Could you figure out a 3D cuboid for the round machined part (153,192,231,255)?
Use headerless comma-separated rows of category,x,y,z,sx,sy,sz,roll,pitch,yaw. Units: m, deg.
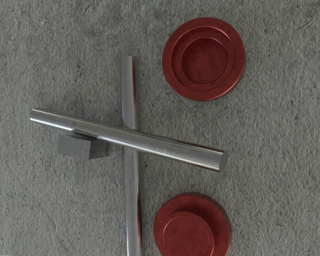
round machined part,0.037,0.133,0.387,0.098,0.042,0.097,0,90,20

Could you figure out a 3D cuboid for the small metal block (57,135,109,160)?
small metal block,-0.106,0.025,0.433,0.050,0.050,0.025,9,93,20

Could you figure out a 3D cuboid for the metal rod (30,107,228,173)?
metal rod,-0.061,0.008,0.404,0.300,0.025,0.025,12,94,29

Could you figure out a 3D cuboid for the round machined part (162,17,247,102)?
round machined part,0.056,-0.081,0.380,0.098,0.042,0.097,0,90,20

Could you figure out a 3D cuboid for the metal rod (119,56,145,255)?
metal rod,-0.038,0.053,0.422,0.025,0.025,0.298,-2,89,20
